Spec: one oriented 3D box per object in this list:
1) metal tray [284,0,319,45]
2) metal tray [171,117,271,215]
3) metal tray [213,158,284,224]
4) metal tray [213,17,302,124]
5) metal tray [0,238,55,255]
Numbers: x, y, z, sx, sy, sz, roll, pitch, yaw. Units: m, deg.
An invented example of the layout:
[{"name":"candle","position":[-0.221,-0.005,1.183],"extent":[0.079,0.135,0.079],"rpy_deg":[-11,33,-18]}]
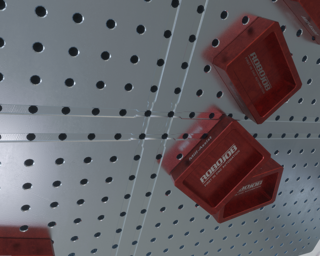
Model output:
[{"name":"metal tray","position":[0.236,-0.179,0.425],"extent":[0.131,0.030,0.090],"rpy_deg":[26,104,-37]},{"name":"metal tray","position":[0.092,0.058,0.473],"extent":[0.090,0.030,0.130],"rpy_deg":[41,95,-18]},{"name":"metal tray","position":[0.156,0.112,0.561],"extent":[0.131,0.030,0.089],"rpy_deg":[-13,124,-21]},{"name":"metal tray","position":[0.141,-0.076,0.437],"extent":[0.090,0.030,0.130],"rpy_deg":[-43,129,1]},{"name":"metal tray","position":[-0.210,0.209,0.421],"extent":[0.091,0.030,0.129],"rpy_deg":[16,110,-35]}]
